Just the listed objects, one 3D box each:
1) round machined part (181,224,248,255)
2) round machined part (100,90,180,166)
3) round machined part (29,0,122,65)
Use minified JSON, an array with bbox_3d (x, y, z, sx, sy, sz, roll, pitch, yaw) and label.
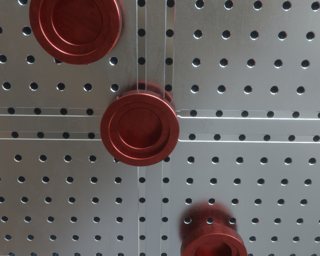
[{"bbox_3d":[0.080,0.188,0.475,0.099,0.042,0.097,0,110,-1],"label":"round machined part"},{"bbox_3d":[-0.025,-0.003,0.403,0.099,0.042,0.097,0,110,-1],"label":"round machined part"},{"bbox_3d":[-0.093,-0.125,0.357,0.099,0.042,0.097,0,110,-1],"label":"round machined part"}]
